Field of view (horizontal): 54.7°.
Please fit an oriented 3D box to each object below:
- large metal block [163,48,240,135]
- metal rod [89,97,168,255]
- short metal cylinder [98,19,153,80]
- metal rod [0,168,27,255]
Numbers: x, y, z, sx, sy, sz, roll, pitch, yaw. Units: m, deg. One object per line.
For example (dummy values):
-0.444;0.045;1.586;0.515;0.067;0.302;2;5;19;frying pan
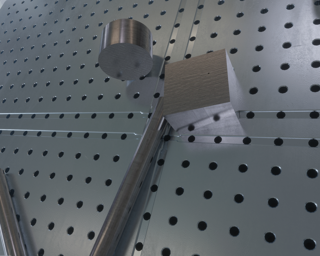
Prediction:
0.052;-0.044;0.392;0.080;0.050;0.080;-11;57;22;large metal block
-0.045;0.094;0.374;0.025;0.025;0.300;10;66;32;metal rod
-0.051;-0.118;0.472;0.080;0.080;0.050;-14;56;20;short metal cylinder
-0.191;0.162;0.408;0.025;0.025;0.300;-41;51;0;metal rod
